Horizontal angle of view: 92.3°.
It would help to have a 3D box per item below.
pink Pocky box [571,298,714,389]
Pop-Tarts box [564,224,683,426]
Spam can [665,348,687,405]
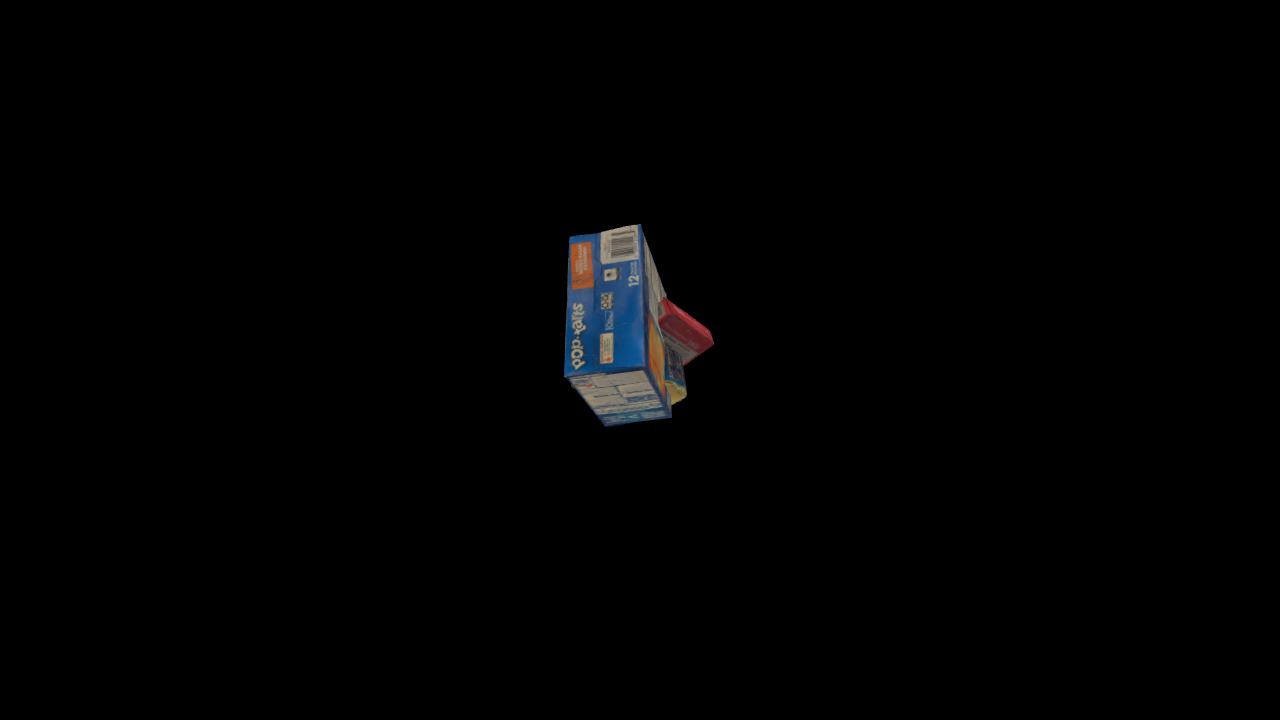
[{"bbox_3d":[0.001,-0.002,0.715,0.155,0.029,0.084,-36,-45,24],"label":"pink Pocky box"},{"bbox_3d":[-0.020,-0.033,0.665,0.083,0.167,0.141,-7,-27,12],"label":"Pop-Tarts box"},{"bbox_3d":[0.004,0.015,0.718,0.101,0.085,0.058,-30,-39,34],"label":"Spam can"}]
